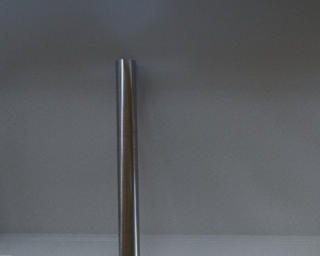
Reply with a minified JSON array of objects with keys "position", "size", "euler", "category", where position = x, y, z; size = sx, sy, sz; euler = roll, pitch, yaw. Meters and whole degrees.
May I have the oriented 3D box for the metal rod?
[{"position":[-0.038,0.067,0.372],"size":[0.025,0.025,0.299],"euler":[-2,86,0],"category":"metal rod"}]
